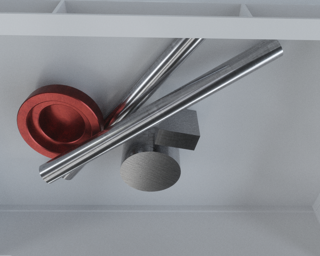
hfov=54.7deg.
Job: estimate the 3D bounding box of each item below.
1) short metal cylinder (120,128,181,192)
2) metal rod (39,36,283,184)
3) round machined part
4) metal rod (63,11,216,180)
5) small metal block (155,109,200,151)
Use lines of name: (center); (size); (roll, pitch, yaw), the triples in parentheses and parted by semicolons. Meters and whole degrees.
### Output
short metal cylinder: (-0.013, 0.043, 0.430); (0.081, 0.050, 0.079); (0, 130, 0)
metal rod: (-0.004, -0.017, 0.352); (0.301, 0.025, 0.025); (-29, 126, 6)
round machined part: (-0.118, -0.010, 0.382); (0.099, 0.042, 0.097); (1, 123, 1)
metal rod: (-0.046, -0.022, 0.389); (0.025, 0.025, 0.299); (32, 123, -24)
small metal block: (0.021, -0.001, 0.392); (0.050, 0.050, 0.025); (10, 129, -9)
